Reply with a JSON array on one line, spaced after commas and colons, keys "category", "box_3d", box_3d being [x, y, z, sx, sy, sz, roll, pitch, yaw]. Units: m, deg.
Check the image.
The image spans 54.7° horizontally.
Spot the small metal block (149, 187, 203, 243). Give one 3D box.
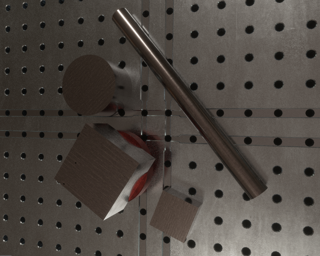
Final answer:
[{"category": "small metal block", "box_3d": [0.021, 0.112, 0.404, 0.050, 0.025, 0.050, 23, 98, 18]}]

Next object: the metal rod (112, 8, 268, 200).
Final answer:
[{"category": "metal rod", "box_3d": [0.031, -0.040, 0.400, 0.025, 0.025, 0.299, -40, 78, 15]}]

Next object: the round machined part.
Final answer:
[{"category": "round machined part", "box_3d": [-0.055, 0.051, 0.422, 0.098, 0.042, 0.097, 0, 90, 19]}]

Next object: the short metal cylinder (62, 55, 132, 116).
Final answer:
[{"category": "short metal cylinder", "box_3d": [-0.086, -0.056, 0.428, 0.080, 0.050, 0.079, 0, 90, 19]}]

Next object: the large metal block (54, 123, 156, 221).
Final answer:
[{"category": "large metal block", "box_3d": [-0.066, 0.049, 0.377, 0.080, 0.050, 0.080, 35, 101, 16]}]
